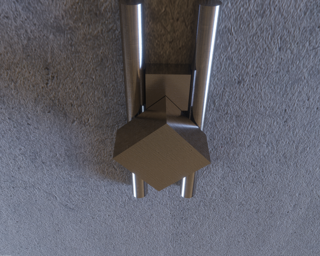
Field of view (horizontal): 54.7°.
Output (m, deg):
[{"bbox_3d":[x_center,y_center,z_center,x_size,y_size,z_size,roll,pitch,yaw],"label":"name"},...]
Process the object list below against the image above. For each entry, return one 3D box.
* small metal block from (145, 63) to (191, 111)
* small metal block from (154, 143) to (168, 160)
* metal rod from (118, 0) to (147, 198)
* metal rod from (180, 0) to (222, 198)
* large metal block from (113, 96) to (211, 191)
[{"bbox_3d":[0.009,-0.048,0.366,0.050,0.025,0.050,0,130,-1],"label":"small metal block"},{"bbox_3d":[0.007,0.040,0.441,0.050,0.025,0.050,0,130,-1],"label":"small metal block"},{"bbox_3d":[-0.030,-0.011,0.400,0.025,0.025,0.298,0,130,-1],"label":"metal rod"},{"bbox_3d":[0.046,-0.011,0.401,0.025,0.025,0.298,0,130,-1],"label":"metal rod"},{"bbox_3d":[0.003,0.022,0.375,0.080,0.050,0.080,-33,123,25],"label":"large metal block"}]
